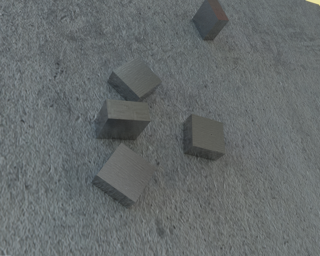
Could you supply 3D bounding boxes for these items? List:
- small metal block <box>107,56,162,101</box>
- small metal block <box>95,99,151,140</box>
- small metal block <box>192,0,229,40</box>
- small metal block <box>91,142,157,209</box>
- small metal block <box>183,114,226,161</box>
[{"bbox_3d":[-0.034,-0.064,0.424,0.050,0.025,0.050,45,51,3],"label":"small metal block"},{"bbox_3d":[-0.046,-0.008,0.368,0.050,0.050,0.025,3,61,-27],"label":"small metal block"},{"bbox_3d":[0.089,-0.193,0.553,0.025,0.050,0.050,-9,67,-32],"label":"small metal block"},{"bbox_3d":[-0.040,0.053,0.349,0.050,0.025,0.050,37,51,-4],"label":"small metal block"},{"bbox_3d":[0.060,0.013,0.428,0.050,0.025,0.050,15,56,-20],"label":"small metal block"}]
